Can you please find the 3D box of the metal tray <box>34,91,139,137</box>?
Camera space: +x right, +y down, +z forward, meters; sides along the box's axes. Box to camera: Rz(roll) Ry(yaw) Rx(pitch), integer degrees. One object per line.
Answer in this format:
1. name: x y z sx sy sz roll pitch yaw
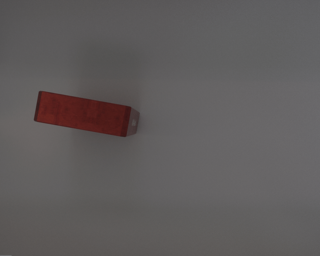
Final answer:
1. metal tray: -0.074 -0.014 0.358 0.090 0.130 0.030 10 90 0
